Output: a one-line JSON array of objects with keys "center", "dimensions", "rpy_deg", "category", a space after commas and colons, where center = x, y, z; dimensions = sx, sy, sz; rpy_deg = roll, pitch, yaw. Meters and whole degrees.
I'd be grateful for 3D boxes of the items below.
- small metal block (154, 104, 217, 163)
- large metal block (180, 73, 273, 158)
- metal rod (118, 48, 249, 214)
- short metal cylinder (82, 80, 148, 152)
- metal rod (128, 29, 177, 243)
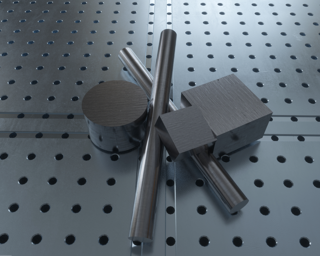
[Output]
[{"center": [0.029, 0.006, 0.357], "dimensions": [0.050, 0.025, 0.050], "rpy_deg": [-17, 67, -24], "category": "small metal block"}, {"center": [0.081, -0.016, 0.400], "dimensions": [0.081, 0.050, 0.080], "rpy_deg": [-21, 53, -17], "category": "large metal block"}, {"center": [0.015, -0.017, 0.417], "dimensions": [0.025, 0.025, 0.300], "rpy_deg": [-22, 54, -18], "category": "metal rod"}, {"center": [-0.056, -0.016, 0.400], "dimensions": [0.081, 0.050, 0.080], "rpy_deg": [1, 50, 0], "category": "short metal cylinder"}, {"center": [-0.003, -0.014, 0.389], "dimensions": [0.025, 0.025, 0.300], "rpy_deg": [5, 58, 4], "category": "metal rod"}]
